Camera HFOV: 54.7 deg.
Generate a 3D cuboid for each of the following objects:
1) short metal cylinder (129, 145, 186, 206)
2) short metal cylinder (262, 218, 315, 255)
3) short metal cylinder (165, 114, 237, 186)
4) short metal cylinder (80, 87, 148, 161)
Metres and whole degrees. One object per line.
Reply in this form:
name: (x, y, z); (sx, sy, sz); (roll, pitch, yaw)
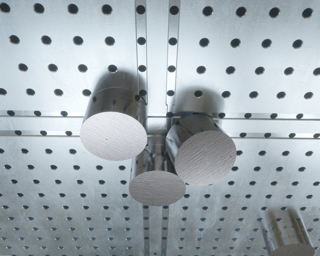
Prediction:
short metal cylinder: (-0.004, 0.070, 0.455); (0.081, 0.050, 0.079); (0, 130, 0)
short metal cylinder: (0.239, 0.214, 0.580); (0.081, 0.050, 0.079); (0, 130, 0)
short metal cylinder: (0.052, 0.028, 0.405); (0.081, 0.050, 0.079); (-5, 116, -11)
short metal cylinder: (-0.056, -0.004, 0.391); (0.081, 0.050, 0.079); (0, 130, 0)
